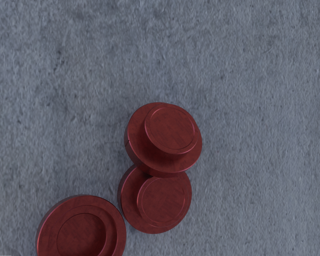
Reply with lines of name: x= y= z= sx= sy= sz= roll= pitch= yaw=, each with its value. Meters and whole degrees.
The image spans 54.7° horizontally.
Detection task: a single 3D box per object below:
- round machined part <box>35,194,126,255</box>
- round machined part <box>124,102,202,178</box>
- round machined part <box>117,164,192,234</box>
round machined part: x=-0.093 y=0.127 z=0.361 sx=0.099 sy=0.042 sz=0.097 roll=4 pitch=81 yaw=-27
round machined part: x=0.008 y=0.009 z=0.383 sx=0.099 sy=0.042 sz=0.098 roll=10 pitch=59 yaw=-16
round machined part: x=-0.003 y=0.089 z=0.400 sx=0.099 sy=0.042 sz=0.097 roll=0 pitch=90 yaw=-21
